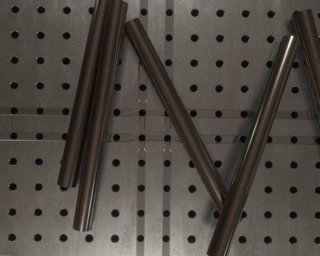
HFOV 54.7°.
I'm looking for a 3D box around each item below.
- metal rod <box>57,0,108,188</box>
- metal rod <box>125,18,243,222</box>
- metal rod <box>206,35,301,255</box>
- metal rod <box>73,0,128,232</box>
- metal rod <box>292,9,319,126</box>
[{"bbox_3d":[-0.094,-0.070,0.412,0.025,0.025,0.298,12,90,-1],"label":"metal rod"},{"bbox_3d":[0.030,-0.007,0.413,0.025,0.025,0.299,-27,90,0],"label":"metal rod"},{"bbox_3d":[0.123,0.021,0.399,0.025,0.025,0.299,21,83,-1],"label":"metal rod"},{"bbox_3d":[-0.078,-0.014,0.404,0.025,0.025,0.298,10,93,-1],"label":"metal rod"},{"bbox_3d":[0.228,-0.010,0.416,0.025,0.025,0.298,-15,90,0],"label":"metal rod"}]
